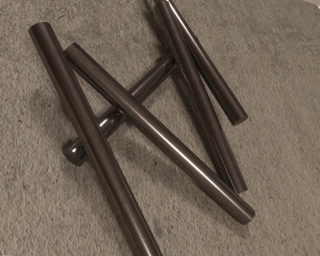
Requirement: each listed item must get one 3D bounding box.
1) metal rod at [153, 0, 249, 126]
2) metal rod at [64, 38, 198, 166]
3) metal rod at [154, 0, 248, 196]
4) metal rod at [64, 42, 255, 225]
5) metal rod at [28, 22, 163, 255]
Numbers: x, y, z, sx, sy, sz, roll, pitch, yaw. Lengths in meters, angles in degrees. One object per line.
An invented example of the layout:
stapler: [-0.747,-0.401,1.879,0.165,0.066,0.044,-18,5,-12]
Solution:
metal rod: [0.045,-0.134,0.478,0.025,0.025,0.299,-15,67,-34]
metal rod: [-0.020,-0.057,0.429,0.025,0.025,0.301,41,51,-1]
metal rod: [0.054,-0.051,0.442,0.025,0.025,0.299,-12,75,-34]
metal rod: [0.004,0.013,0.376,0.300,0.025,0.025,43,50,-8]
metal rod: [-0.064,0.024,0.325,0.025,0.025,0.299,-23,84,-37]
